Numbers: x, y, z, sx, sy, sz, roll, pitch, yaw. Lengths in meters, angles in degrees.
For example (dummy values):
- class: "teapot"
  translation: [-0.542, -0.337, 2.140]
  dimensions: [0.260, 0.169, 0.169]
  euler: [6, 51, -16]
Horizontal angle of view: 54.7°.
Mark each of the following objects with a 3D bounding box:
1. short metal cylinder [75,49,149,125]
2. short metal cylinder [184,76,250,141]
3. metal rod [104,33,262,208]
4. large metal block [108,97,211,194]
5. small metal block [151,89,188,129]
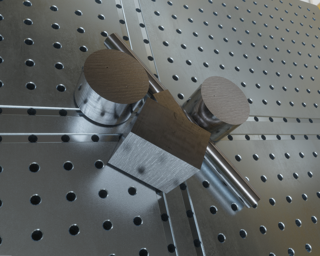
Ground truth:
- class: "short metal cylinder"
  translation: [-0.060, -0.051, 0.386]
  dimensions: [0.081, 0.050, 0.080]
  euler: [14, 56, -21]
- class: "short metal cylinder"
  translation: [0.081, -0.028, 0.448]
  dimensions: [0.081, 0.050, 0.080]
  euler: [14, 56, -21]
- class: "metal rod"
  translation: [0.027, -0.015, 0.427]
  dimensions: [0.300, 0.025, 0.025]
  euler: [49, 51, 6]
- class: "large metal block"
  translation: [-0.002, 0.023, 0.352]
  dimensions: [0.080, 0.080, 0.050]
  euler: [30, 53, -9]
- class: "small metal block"
  translation: [0.003, -0.013, 0.396]
  dimensions: [0.025, 0.050, 0.050]
  euler: [-23, 75, -36]
